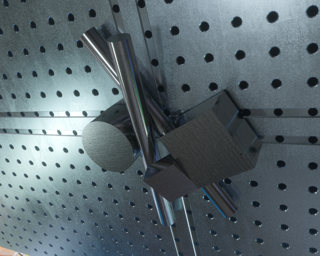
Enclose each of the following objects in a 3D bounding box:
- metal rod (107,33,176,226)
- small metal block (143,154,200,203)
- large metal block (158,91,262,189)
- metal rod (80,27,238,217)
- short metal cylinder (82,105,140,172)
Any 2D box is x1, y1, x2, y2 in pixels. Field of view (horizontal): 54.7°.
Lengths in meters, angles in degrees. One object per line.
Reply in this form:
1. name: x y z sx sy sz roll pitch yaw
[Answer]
1. metal rod: -0.015 0.026 0.405 0.025 0.025 0.298 6 129 25
2. small metal block: 0.016 0.063 0.396 0.050 0.025 0.050 -33 115 30
3. large metal block: 0.060 0.016 0.368 0.080 0.050 0.080 -30 102 38
4. metal rod: 0.004 -0.001 0.403 0.025 0.025 0.300 -32 102 38
5. short metal cylinder: -0.060 0.014 0.431 0.080 0.050 0.079 13 124 20
